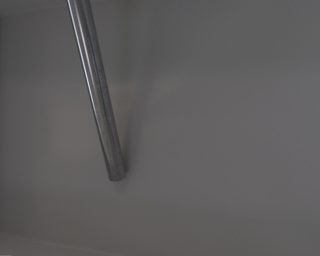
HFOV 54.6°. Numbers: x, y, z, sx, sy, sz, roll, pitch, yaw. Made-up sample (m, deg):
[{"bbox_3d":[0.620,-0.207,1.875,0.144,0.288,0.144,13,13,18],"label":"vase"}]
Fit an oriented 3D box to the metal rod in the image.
[{"bbox_3d":[-0.079,-0.066,0.372,0.025,0.025,0.298,1,116,20],"label":"metal rod"}]
